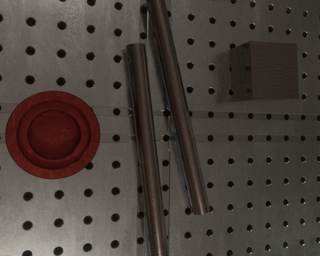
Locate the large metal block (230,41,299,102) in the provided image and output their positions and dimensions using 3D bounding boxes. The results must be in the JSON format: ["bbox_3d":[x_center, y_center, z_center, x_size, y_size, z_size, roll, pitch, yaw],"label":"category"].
[{"bbox_3d":[0.153,-0.080,0.458,0.081,0.050,0.079,-3,91,-20],"label":"large metal block"}]

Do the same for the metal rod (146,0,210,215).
[{"bbox_3d":[0.026,-0.028,0.423,0.025,0.025,0.298,-14,95,-20],"label":"metal rod"}]

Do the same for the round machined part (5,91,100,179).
[{"bbox_3d":[-0.122,0.008,0.359,0.099,0.042,0.097,0,90,-21],"label":"round machined part"}]

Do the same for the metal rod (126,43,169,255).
[{"bbox_3d":[-0.015,0.041,0.408,0.025,0.025,0.298,-7,93,-20],"label":"metal rod"}]
